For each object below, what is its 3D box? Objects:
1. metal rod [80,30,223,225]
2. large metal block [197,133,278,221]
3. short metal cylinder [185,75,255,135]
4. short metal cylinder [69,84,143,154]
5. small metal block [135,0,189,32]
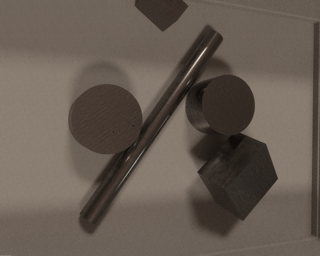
[{"bbox_3d":[-0.004,-0.010,0.409,0.025,0.025,0.300,38,78,-17],"label":"metal rod"},{"bbox_3d":[0.108,0.065,0.423,0.080,0.050,0.080,-45,130,-15],"label":"large metal block"},{"bbox_3d":[0.082,-0.030,0.429,0.081,0.050,0.079,0,90,-20],"label":"short metal cylinder"},{"bbox_3d":[-0.067,-0.010,0.373,0.081,0.050,0.079,0,90,-21],"label":"short metal cylinder"},{"bbox_3d":[0.001,-0.157,0.398,0.050,0.050,0.025,39,78,-16],"label":"small metal block"}]
